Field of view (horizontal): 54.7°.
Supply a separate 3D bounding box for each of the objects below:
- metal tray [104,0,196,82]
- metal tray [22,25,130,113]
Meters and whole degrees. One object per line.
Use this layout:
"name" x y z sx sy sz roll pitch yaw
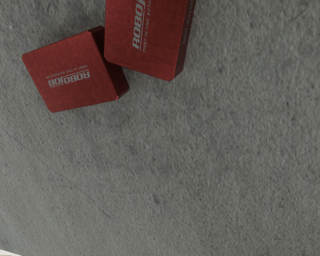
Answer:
"metal tray" -0.012 -0.124 0.332 0.090 0.030 0.129 20 126 15
"metal tray" -0.115 -0.074 0.416 0.130 0.030 0.090 -8 115 31
